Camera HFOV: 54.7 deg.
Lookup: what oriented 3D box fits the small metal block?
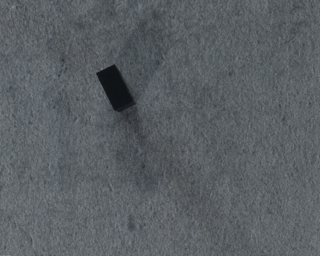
[{"bbox_3d":[-0.055,-0.049,0.397,0.025,0.050,0.050,-26,90,0],"label":"small metal block"}]
